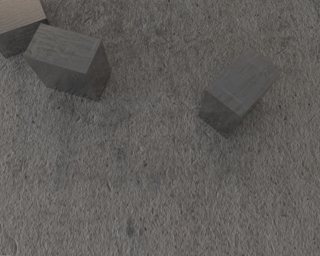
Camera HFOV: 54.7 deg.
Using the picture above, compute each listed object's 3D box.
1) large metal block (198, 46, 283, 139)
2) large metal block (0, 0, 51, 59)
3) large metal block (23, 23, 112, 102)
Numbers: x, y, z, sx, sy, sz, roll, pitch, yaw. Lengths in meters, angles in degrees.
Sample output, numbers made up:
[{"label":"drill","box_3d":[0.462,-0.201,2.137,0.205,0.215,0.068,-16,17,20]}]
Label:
[{"label":"large metal block","box_3d":[0.098,-0.042,0.395,0.050,0.080,0.080,41,75,13]},{"label":"large metal block","box_3d":[-0.208,-0.160,0.452,0.080,0.050,0.080,-23,72,-8]},{"label":"large metal block","box_3d":[-0.116,-0.083,0.408,0.080,0.080,0.050,16,71,6]}]
